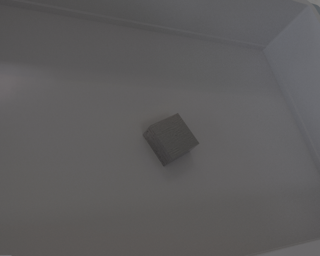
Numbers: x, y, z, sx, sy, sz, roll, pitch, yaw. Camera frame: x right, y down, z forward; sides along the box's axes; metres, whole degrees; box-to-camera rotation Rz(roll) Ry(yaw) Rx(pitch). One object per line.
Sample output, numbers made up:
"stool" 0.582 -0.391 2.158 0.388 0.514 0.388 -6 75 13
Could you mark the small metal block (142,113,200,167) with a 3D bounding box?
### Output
"small metal block" 0.014 0.015 0.404 0.050 0.025 0.050 -26 76 -37
